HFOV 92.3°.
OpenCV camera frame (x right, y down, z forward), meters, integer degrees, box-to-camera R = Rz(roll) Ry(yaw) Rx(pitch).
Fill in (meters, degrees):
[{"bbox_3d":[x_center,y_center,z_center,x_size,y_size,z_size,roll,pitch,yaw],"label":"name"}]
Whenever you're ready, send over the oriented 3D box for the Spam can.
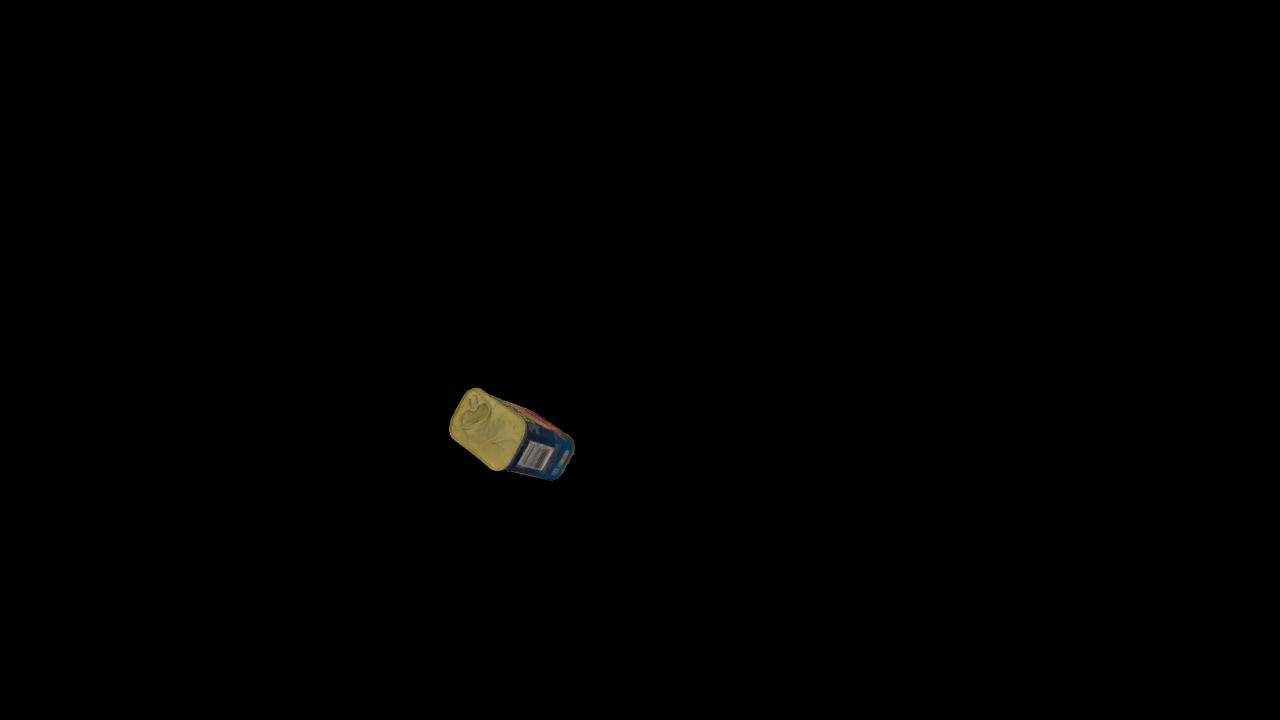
[{"bbox_3d":[-0.129,0.078,0.629,0.101,0.058,0.085,27,-3,36],"label":"Spam can"}]
